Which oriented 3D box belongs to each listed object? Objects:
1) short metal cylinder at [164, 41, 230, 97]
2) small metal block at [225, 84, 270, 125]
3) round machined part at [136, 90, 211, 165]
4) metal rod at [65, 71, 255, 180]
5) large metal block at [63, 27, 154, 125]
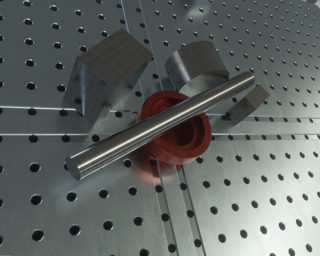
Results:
[{"bbox_3d":[0.053,-0.081,0.450,0.081,0.080,0.050,-10,67,-32],"label":"short metal cylinder"},{"bbox_3d":[0.138,-0.037,0.489,0.025,0.050,0.050,48,51,5],"label":"small metal block"},{"bbox_3d":[0.014,0.003,0.403,0.099,0.042,0.098,14,56,-21],"label":"round machined part"},{"bbox_3d":[0.026,-0.018,0.378,0.302,0.025,0.025,-28,77,-37],"label":"metal rod"},{"bbox_3d":[-0.063,-0.062,0.376,0.050,0.080,0.080,41,51,0],"label":"large metal block"}]
